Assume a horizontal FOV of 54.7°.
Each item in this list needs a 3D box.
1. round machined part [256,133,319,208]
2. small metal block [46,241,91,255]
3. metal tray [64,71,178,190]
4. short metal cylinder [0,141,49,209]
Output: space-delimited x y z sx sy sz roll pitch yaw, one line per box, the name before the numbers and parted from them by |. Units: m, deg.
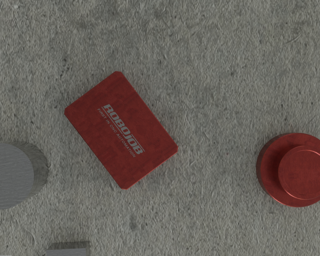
round machined part | 0.180 0.055 0.403 0.099 0.042 0.097 0 90 0
small metal block | -0.119 0.180 0.409 0.050 0.025 0.050 -3 90 0
metal tray | -0.049 0.003 0.407 0.090 0.030 0.130 -37 90 0
short metal cylinder | -0.191 0.058 0.396 0.081 0.050 0.080 0 90 0
